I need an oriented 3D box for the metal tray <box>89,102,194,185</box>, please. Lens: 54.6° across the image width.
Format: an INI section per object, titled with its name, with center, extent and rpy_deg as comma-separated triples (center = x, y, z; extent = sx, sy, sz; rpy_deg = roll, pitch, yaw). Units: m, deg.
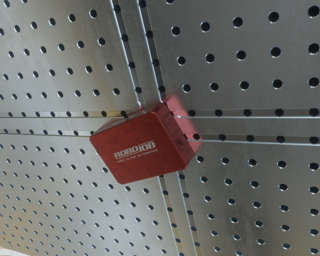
[metal tray]
center = -0.029, 0.026, 0.440
extent = 0.130, 0.030, 0.090
rpy_deg = -20, 108, 35
